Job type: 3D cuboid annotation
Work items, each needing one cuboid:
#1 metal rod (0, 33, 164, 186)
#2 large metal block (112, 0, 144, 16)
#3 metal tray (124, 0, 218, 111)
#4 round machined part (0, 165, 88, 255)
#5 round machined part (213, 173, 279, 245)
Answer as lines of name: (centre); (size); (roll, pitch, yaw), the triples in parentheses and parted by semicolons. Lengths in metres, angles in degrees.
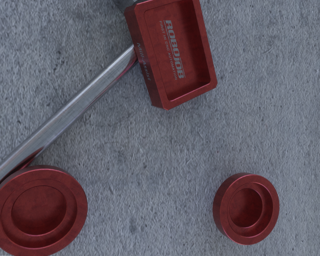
metal rod: (-0.104, -0.022, 0.371); (0.301, 0.025, 0.025); (-46, 105, -14)
large metal block: (-0.033, -0.202, 0.384); (0.080, 0.050, 0.080); (-41, 103, -16)
metal tray: (0.018, -0.098, 0.393); (0.091, 0.030, 0.129); (-27, 113, -24)
round machined part: (-0.135, 0.089, 0.346); (0.099, 0.042, 0.097); (-3, 97, -26)
round machined part: (0.118, 0.112, 0.446); (0.099, 0.042, 0.097); (0, 90, -21)
